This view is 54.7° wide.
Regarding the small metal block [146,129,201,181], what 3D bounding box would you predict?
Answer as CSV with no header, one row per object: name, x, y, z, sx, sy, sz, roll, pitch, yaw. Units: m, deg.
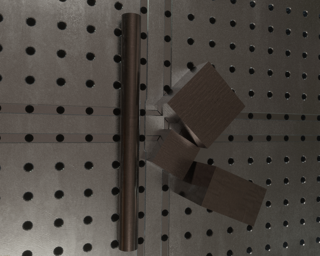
small metal block,0.018,0.036,0.421,0.050,0.025,0.050,34,79,-17

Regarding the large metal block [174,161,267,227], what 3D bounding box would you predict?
large metal block,0.078,0.084,0.414,0.080,0.080,0.050,25,82,-19

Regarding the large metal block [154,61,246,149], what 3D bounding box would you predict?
large metal block,0.053,-0.030,0.420,0.080,0.050,0.080,-46,105,-14

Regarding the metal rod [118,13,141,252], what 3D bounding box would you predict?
metal rod,-0.039,0.005,0.399,0.025,0.025,0.298,1,90,-20
